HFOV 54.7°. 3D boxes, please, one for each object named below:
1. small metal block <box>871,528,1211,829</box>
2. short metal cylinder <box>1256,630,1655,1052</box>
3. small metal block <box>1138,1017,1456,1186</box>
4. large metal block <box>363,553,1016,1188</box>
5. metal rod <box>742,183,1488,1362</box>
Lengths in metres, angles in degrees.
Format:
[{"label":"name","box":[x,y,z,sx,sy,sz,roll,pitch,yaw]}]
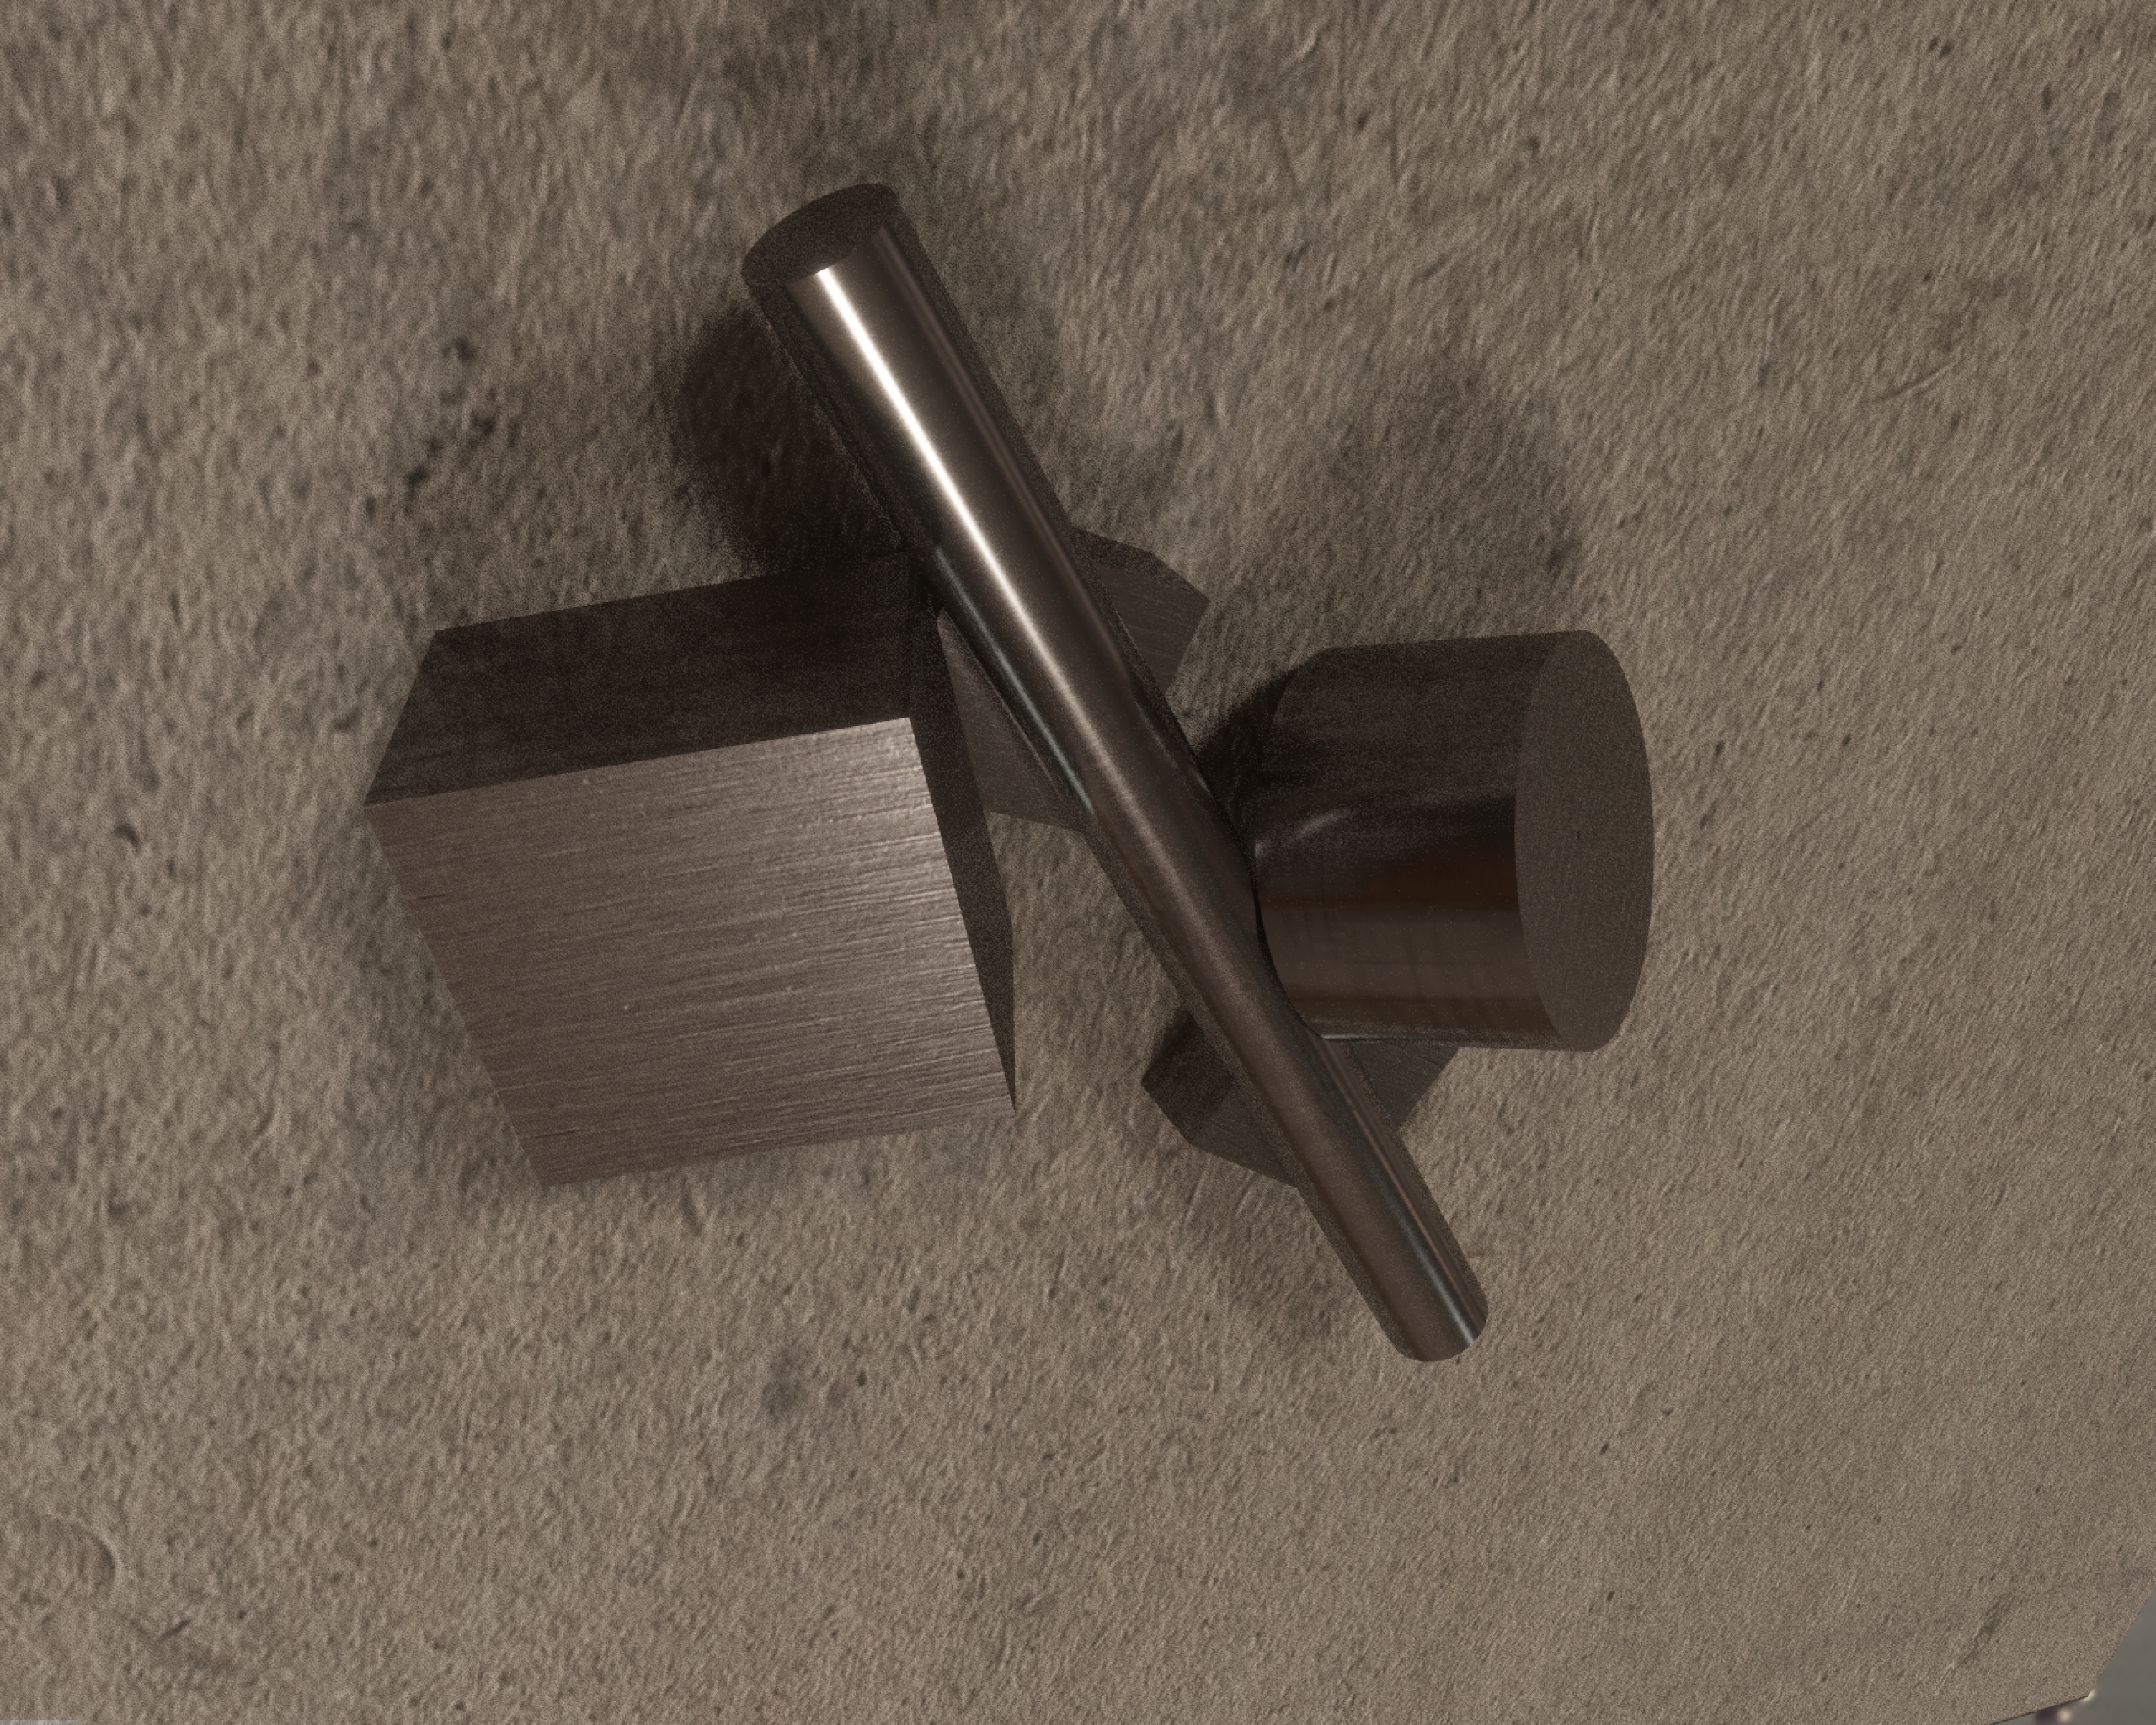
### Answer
[{"label":"small metal block","box":[-0.012,-0.037,0.381,0.050,0.025,0.050,13,112,-34]},{"label":"short metal cylinder","box":[0.076,-0.004,0.407,0.080,0.050,0.079,2,87,-58]},{"label":"small metal block","box":[0.051,0.043,0.465,0.050,0.025,0.050,27,103,-38]},{"label":"large metal block","box":[-0.058,0.002,0.342,0.080,0.050,0.080,-9,127,4]},{"label":"metal rod","box":[0.023,0.008,0.396,0.025,0.025,0.299,-36,130,-5]}]
